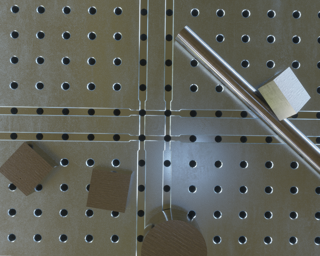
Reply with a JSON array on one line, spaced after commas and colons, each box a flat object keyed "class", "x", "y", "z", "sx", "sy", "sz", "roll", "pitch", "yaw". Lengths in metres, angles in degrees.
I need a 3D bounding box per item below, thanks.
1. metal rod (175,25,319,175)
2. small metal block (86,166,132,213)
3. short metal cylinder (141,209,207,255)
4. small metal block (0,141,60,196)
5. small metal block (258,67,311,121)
[{"class": "metal rod", "x": 0.139, "y": -0.025, "z": 0.415, "sx": 0.300, "sy": 0.025, "sz": 0.025, "roll": 43, "pitch": 90, "yaw": -1}, {"class": "small metal block", "x": -0.066, "y": 0.081, "z": 0.413, "sx": 0.050, "sy": 0.025, "sz": 0.050, "roll": 10, "pitch": 90, "yaw": -1}, {"class": "short metal cylinder", "x": 0.017, "y": 0.152, "z": 0.401, "sx": 0.081, "sy": 0.050, "sz": 0.079, "roll": 0, "pitch": 90, "yaw": -1}, {"class": "small metal block", "x": -0.173, "y": 0.053, "z": 0.411, "sx": 0.050, "sy": 0.025, "sz": 0.050, "roll": 43, "pitch": 90, "yaw": -1}, {"class": "small metal block", "x": 0.162, "y": -0.045, "z": 0.403, "sx": 0.050, "sy": 0.025, "sz": 0.050, "roll": -35, "pitch": 90, "yaw": -38}]
